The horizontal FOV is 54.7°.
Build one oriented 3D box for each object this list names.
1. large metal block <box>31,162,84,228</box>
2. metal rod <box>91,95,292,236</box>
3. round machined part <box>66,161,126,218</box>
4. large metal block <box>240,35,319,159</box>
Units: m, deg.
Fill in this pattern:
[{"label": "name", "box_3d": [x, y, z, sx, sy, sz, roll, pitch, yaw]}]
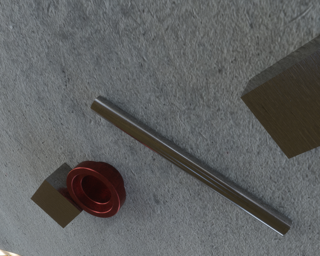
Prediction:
[{"label": "large metal block", "box_3d": [-0.171, 0.121, 0.553, 0.080, 0.050, 0.080, 44, 129, -3]}, {"label": "metal rod", "box_3d": [0.037, 0.047, 0.414, 0.301, 0.025, 0.025, 33, 129, 6]}, {"label": "round machined part", "box_3d": [-0.098, 0.094, 0.502, 0.098, 0.042, 0.097, 12, 121, 20]}, {"label": "large metal block", "box_3d": [0.140, -0.029, 0.299, 0.080, 0.050, 0.080, -34, 100, 38]}]
